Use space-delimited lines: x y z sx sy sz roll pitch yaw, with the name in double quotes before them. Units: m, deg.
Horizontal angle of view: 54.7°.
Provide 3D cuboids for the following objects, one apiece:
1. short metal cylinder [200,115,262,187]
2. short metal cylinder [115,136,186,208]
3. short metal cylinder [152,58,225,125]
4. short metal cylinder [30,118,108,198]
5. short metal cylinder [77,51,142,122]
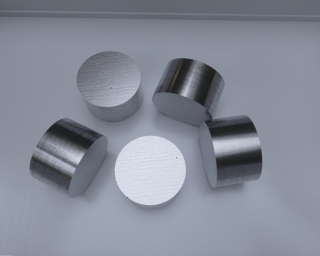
"short metal cylinder" 0.081 0.027 0.370 0.050 0.080 0.080 -8 70 -3
"short metal cylinder" -0.011 0.055 0.374 0.081 0.050 0.080 0 70 0
"short metal cylinder" 0.036 -0.044 0.397 0.080 0.080 0.050 20 71 7
"short metal cylinder" -0.104 0.034 0.364 0.050 0.080 0.080 26 72 9
"short metal cylinder" -0.065 -0.055 0.414 0.081 0.050 0.080 0 70 0
